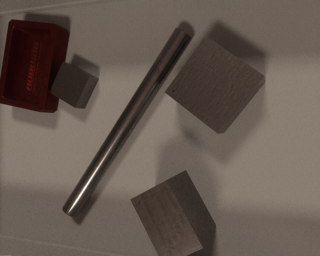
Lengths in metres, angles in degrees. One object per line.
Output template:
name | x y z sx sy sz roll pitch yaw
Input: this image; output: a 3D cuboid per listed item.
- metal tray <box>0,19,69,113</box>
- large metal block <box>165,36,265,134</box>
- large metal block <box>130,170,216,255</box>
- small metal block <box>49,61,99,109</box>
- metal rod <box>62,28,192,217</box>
metal tray | -0.195 -0.094 0.474 0.090 0.030 0.129 12 94 19
large metal block | 0.067 -0.049 0.373 0.080 0.050 0.080 40 102 15
large metal block | 0.019 0.103 0.374 0.050 0.080 0.080 -31 80 17
small metal block | -0.126 -0.062 0.453 0.050 0.025 0.050 30 99 17
metal rod | -0.050 0.000 0.427 0.025 0.025 0.299 37 101 16
